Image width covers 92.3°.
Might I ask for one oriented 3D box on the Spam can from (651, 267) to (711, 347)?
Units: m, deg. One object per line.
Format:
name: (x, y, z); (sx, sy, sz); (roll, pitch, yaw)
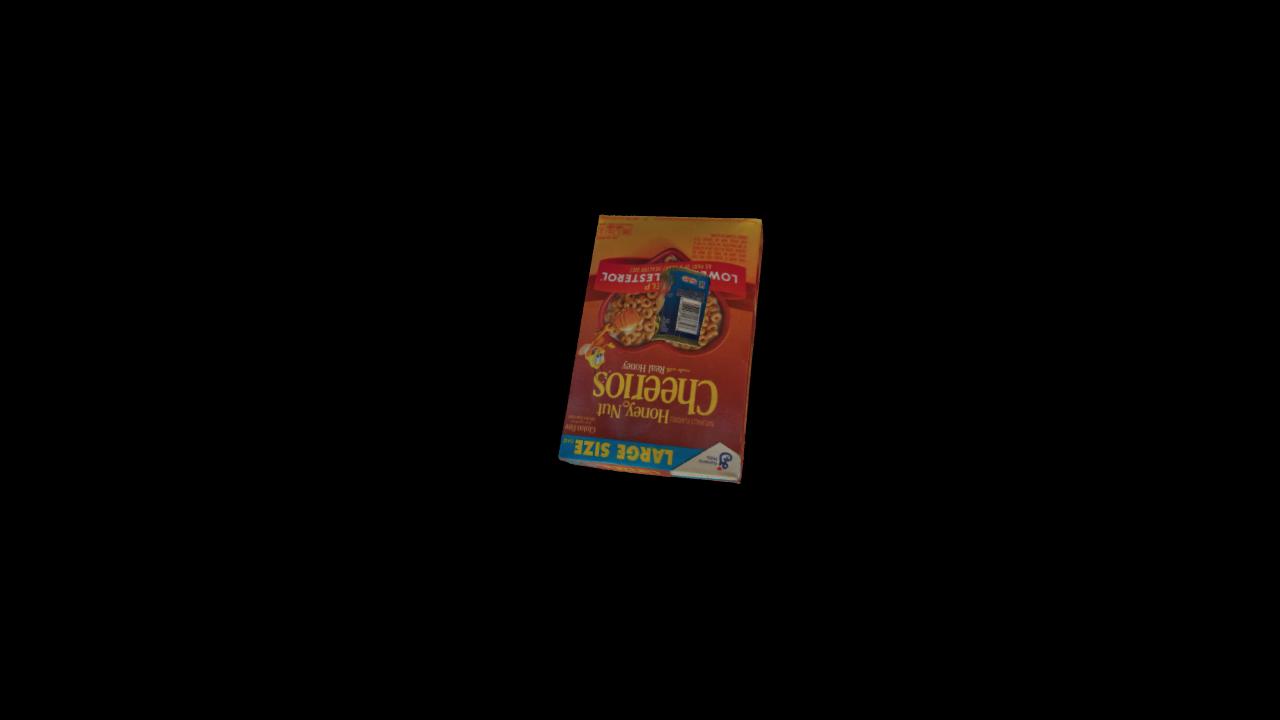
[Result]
Spam can: (0.039, -0.056, 0.720); (0.058, 0.085, 0.101); (12, -7, -19)

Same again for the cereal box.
cereal box: (0.032, -0.018, 0.725); (0.203, 0.306, 0.081); (5, -15, 13)
